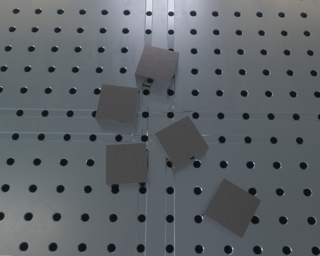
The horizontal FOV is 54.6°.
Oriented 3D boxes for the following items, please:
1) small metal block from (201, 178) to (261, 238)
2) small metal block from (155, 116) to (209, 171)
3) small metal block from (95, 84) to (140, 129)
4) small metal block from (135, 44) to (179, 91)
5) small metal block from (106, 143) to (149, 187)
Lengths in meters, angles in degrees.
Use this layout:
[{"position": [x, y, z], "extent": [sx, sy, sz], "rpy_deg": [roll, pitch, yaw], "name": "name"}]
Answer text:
[{"position": [0.086, 0.097, 0.377], "extent": [0.050, 0.025, 0.050], "rpy_deg": [31, 73, 10], "name": "small metal block"}, {"position": [0.028, 0.020, 0.405], "extent": [0.050, 0.025, 0.050], "rpy_deg": [-28, 73, -10], "name": "small metal block"}, {"position": [-0.056, -0.029, 0.422], "extent": [0.050, 0.025, 0.050], "rpy_deg": [7, 70, 2], "name": "small metal block"}, {"position": [-0.004, -0.086, 0.443], "extent": [0.050, 0.025, 0.050], "rpy_deg": [15, 71, 5], "name": "small metal block"}, {"position": [-0.041, 0.048, 0.394], "extent": [0.050, 0.025, 0.050], "rpy_deg": [-3, 70, -1], "name": "small metal block"}]
